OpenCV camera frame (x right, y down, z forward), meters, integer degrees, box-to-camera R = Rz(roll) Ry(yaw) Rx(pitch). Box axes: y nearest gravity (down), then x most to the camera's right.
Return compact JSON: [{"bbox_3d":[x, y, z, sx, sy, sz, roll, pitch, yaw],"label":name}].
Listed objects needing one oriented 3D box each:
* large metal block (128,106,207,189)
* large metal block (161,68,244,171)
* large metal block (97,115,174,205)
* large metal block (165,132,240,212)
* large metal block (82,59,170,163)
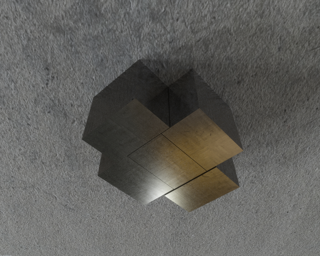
[{"bbox_3d":[0.009,0.015,0.387,0.050,0.080,0.080,-35,122,25],"label":"large metal block"},{"bbox_3d":[0.047,-0.010,0.365,0.050,0.080,0.080,-35,122,25],"label":"large metal block"},{"bbox_3d":[-0.029,0.041,0.408,0.050,0.080,0.080,-35,122,25],"label":"large metal block"},{"bbox_3d":[0.052,0.054,0.420,0.080,0.080,0.050,-34,122,25],"label":"large metal block"},{"bbox_3d":[-0.037,-0.020,0.356,0.080,0.080,0.050,-34,122,25],"label":"large metal block"}]
